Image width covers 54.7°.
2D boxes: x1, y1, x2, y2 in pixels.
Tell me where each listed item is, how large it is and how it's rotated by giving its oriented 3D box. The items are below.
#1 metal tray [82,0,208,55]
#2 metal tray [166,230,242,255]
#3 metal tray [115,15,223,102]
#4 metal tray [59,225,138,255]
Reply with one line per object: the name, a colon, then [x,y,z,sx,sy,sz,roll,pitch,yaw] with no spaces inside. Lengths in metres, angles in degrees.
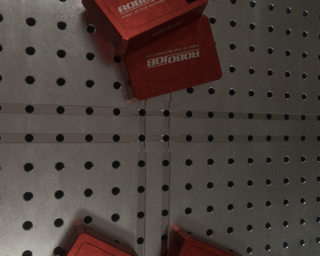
metal tray: [-0.017,-0.156,0.381,0.131,0.030,0.090,-33,80,-23]
metal tray: [0.066,0.211,0.435,0.131,0.030,0.090,29,80,-18]
metal tray: [0.013,-0.094,0.416,0.131,0.030,0.089,-17,96,-20]
metal tray: [-0.093,0.198,0.376,0.090,0.030,0.130,34,79,-17]
